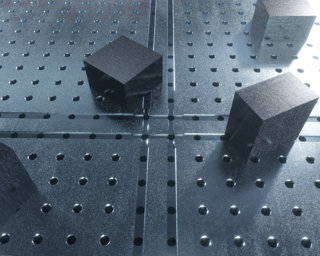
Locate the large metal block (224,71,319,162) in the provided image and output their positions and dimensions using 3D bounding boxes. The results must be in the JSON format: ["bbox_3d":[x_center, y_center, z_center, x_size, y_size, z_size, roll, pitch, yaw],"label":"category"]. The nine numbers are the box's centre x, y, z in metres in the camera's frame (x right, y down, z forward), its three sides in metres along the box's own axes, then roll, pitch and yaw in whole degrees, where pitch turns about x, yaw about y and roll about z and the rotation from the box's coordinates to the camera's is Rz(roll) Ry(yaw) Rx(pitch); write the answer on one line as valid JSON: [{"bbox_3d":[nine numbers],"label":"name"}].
[{"bbox_3d":[0.134,-0.013,0.384,0.081,0.080,0.050,-21,53,-17],"label":"large metal block"}]

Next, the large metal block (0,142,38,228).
[{"bbox_3d":[-0.186,0.063,0.319,0.050,0.080,0.080,23,54,18],"label":"large metal block"}]

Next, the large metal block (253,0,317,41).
[{"bbox_3d":[0.222,-0.202,0.563,0.080,0.050,0.080,-1,50,-1],"label":"large metal block"}]

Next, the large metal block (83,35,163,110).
[{"bbox_3d":[-0.053,-0.085,0.463,0.080,0.050,0.080,32,57,24],"label":"large metal block"}]
